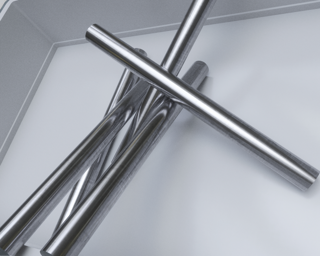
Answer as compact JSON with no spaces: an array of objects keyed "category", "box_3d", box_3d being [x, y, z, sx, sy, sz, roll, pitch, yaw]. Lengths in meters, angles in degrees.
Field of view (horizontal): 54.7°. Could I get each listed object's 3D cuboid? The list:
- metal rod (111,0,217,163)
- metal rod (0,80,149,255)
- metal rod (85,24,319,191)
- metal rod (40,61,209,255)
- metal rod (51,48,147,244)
[{"category":"metal rod","box_3d":[0.016,-0.080,0.377,0.025,0.025,0.298,36,104,38]},{"category":"metal rod","box_3d":[-0.069,0.011,0.357,0.025,0.025,0.301,3,38,30]},{"category":"metal rod","box_3d":[0.031,-0.034,0.344,0.300,0.025,0.025,36,82,17]},{"category":"metal rod","box_3d":[-0.012,0.008,0.330,0.025,0.025,0.301,5,40,31]},{"category":"metal rod","box_3d":[-0.078,0.011,0.439,0.025,0.025,0.300,6,64,31]}]
